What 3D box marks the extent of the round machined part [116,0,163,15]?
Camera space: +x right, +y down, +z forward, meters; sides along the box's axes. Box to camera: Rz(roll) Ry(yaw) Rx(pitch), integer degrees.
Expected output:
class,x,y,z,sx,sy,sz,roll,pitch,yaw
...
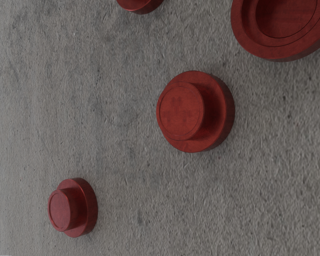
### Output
class,x,y,z,sx,sy,sz,roll,pitch,yaw
round machined part,-0.032,-0.209,0.420,0.098,0.042,0.097,0,90,40

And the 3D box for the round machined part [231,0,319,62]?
class,x,y,z,sx,sy,sz,roll,pitch,yaw
round machined part,0.121,-0.111,0.294,0.098,0.042,0.097,0,90,40

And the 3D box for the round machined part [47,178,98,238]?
class,x,y,z,sx,sy,sz,roll,pitch,yaw
round machined part,-0.152,0.135,0.520,0.098,0.042,0.097,0,90,40

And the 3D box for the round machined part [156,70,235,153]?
class,x,y,z,sx,sy,sz,roll,pitch,yaw
round machined part,0.034,-0.019,0.366,0.098,0.042,0.097,0,90,40
